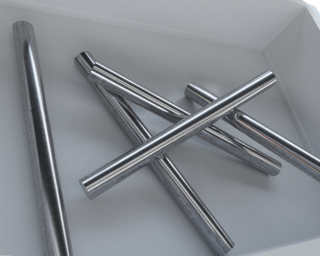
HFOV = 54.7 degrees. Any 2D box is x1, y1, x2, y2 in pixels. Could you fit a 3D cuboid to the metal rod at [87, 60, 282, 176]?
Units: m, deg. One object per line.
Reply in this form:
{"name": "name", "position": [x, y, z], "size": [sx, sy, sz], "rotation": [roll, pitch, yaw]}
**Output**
{"name": "metal rod", "position": [0.046, -0.004, 0.416], "size": [0.301, 0.025, 0.025], "rotation": [27, 52, -19]}

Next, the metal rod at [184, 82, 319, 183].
{"name": "metal rod", "position": [0.151, 0.020, 0.400], "size": [0.300, 0.025, 0.025], "rotation": [37, 46, 28]}

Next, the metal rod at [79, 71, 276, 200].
{"name": "metal rod", "position": [0.041, -0.004, 0.384], "size": [0.302, 0.025, 0.025], "rotation": [-30, 78, -26]}

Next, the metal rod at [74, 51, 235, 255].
{"name": "metal rod", "position": [-0.013, 0.025, 0.384], "size": [0.025, 0.025, 0.299], "rotation": [-30, 79, -38]}

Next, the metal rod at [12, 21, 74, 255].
{"name": "metal rod", "position": [-0.129, 0.006, 0.332], "size": [0.025, 0.025, 0.299], "rotation": [-4, 64, -31]}
